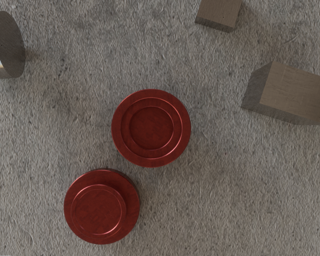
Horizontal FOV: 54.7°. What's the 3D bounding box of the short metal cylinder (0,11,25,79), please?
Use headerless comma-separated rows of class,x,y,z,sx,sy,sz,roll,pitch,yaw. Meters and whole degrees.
short metal cylinder,-0.208,-0.100,0.380,0.050,0.080,0.079,-5,90,0

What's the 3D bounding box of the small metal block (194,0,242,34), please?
small metal block,0.078,-0.160,0.411,0.050,0.025,0.050,17,90,-1

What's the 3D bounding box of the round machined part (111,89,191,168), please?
round machined part,-0.011,0.000,0.401,0.099,0.042,0.097,0,90,-1

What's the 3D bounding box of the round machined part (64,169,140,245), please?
round machined part,-0.076,0.103,0.401,0.099,0.042,0.097,0,90,-1

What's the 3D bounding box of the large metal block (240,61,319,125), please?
large metal block,0.156,-0.039,0.385,0.080,0.080,0.050,18,90,-1
